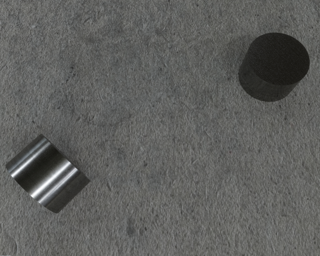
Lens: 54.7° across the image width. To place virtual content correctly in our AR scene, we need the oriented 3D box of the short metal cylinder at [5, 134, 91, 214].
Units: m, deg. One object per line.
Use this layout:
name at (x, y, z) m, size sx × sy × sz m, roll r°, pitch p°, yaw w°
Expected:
short metal cylinder at (-0.128, 0.052, 0.359) m, size 0.080 × 0.080 × 0.050 m, roll 41°, pitch 75°, yaw 13°

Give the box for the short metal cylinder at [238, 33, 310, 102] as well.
short metal cylinder at (0.154, -0.083, 0.426) m, size 0.081 × 0.050 × 0.080 m, roll 0°, pitch 70°, yaw 0°
